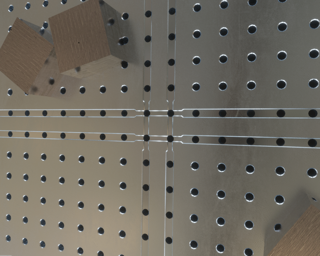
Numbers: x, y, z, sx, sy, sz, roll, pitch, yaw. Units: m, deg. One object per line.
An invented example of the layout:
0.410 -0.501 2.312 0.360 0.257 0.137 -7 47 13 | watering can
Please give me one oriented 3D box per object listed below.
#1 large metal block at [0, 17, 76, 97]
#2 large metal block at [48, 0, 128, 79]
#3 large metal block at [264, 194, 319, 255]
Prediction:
-0.189 -0.104 0.467 0.080 0.050 0.080 38 102 16 | large metal block
-0.100 -0.123 0.435 0.080 0.050 0.080 -15 85 19 | large metal block
0.172 0.133 0.338 0.080 0.050 0.080 38 102 16 | large metal block
